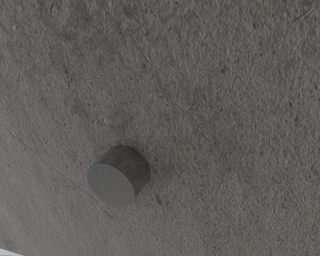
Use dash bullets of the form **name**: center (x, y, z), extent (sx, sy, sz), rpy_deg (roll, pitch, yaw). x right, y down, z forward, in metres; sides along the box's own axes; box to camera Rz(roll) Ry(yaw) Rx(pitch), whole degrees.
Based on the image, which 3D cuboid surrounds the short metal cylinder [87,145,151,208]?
- **short metal cylinder**: center (-0.062, 0.073, 0.469), extent (0.080, 0.050, 0.080), rpy_deg (13, 124, 21)
